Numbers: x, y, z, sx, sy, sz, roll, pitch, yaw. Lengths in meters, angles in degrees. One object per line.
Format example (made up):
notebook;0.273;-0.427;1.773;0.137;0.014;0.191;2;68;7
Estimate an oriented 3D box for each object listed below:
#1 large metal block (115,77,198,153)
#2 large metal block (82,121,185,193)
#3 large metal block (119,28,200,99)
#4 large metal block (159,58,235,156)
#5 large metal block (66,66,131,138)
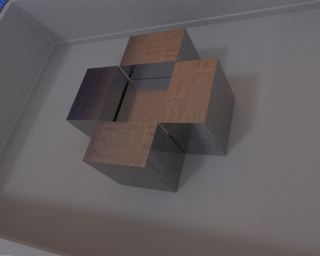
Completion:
large metal block;-0.004;-0.017;0.399;0.080;0.050;0.080;1;62;28
large metal block;-0.027;0.034;0.362;0.080;0.080;0.050;2;63;29
large metal block;0.006;-0.081;0.415;0.080;0.080;0.050;1;62;28
large metal block;0.047;-0.022;0.358;0.050;0.080;0.080;1;62;29
large metal block;-0.069;-0.026;0.422;0.050;0.080;0.080;1;62;29
